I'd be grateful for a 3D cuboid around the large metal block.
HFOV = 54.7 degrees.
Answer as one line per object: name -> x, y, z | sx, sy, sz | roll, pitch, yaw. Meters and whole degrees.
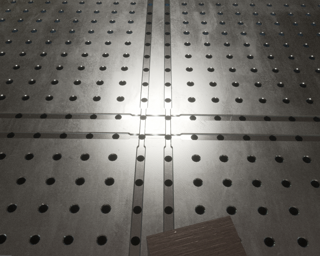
large metal block -> 0.037, 0.135, 0.278 | 0.081, 0.050, 0.080 | -11, 51, -10
